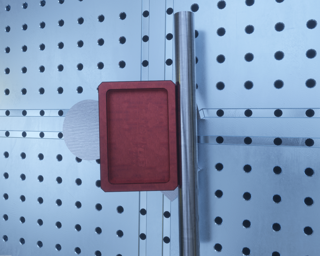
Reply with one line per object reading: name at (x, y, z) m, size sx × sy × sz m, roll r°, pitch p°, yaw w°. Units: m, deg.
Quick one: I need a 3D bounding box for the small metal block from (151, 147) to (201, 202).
small metal block at (0.016, 0.059, 0.405) m, size 0.050 × 0.025 × 0.050 m, roll 41°, pitch 102°, yaw 15°

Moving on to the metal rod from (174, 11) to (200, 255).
metal rod at (0.033, 0.012, 0.373) m, size 0.025 × 0.025 × 0.298 m, roll -1°, pitch 90°, yaw 19°

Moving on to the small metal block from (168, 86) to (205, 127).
small metal block at (0.026, -0.029, 0.403) m, size 0.050 × 0.025 × 0.050 m, roll -16°, pitch 85°, yaw 19°

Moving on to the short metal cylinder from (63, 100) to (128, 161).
short metal cylinder at (-0.085, 0.002, 0.427) m, size 0.080 × 0.050 × 0.079 m, roll 0°, pitch 90°, yaw 19°

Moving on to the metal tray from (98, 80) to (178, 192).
metal tray at (-0.026, 0.009, 0.376) m, size 0.091 × 0.030 × 0.129 m, roll -1°, pitch 90°, yaw 0°
